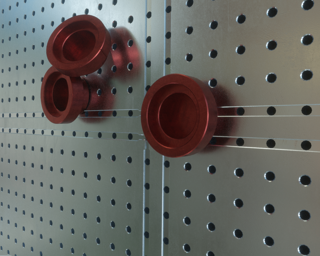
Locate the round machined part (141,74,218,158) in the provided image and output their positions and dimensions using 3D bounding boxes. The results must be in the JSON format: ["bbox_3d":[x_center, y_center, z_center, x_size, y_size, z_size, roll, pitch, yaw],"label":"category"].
[{"bbox_3d":[0.027,-0.014,0.375,0.098,0.042,0.097,0,90,39],"label":"round machined part"}]

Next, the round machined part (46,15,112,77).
[{"bbox_3d":[-0.120,-0.121,0.477,0.098,0.042,0.098,-6,68,15],"label":"round machined part"}]

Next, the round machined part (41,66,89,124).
[{"bbox_3d":[-0.157,-0.056,0.524,0.098,0.042,0.097,2,93,41],"label":"round machined part"}]
